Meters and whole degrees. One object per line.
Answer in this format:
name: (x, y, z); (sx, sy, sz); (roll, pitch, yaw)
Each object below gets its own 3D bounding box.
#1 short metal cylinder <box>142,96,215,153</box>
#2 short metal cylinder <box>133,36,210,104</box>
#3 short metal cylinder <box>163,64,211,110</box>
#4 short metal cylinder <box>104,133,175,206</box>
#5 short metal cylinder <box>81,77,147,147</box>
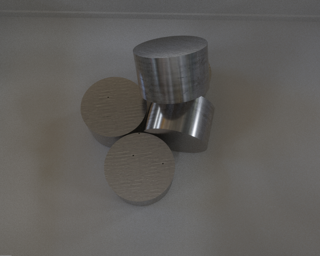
short metal cylinder: (0.023, -0.006, 0.382); (0.080, 0.080, 0.050); (13, 71, 4)
short metal cylinder: (0.014, -0.067, 0.345); (0.080, 0.050, 0.080); (-6, 30, 4)
short metal cylinder: (0.025, -0.063, 0.418); (0.081, 0.050, 0.080); (0, 70, 0)
short metal cylinder: (-0.023, 0.051, 0.375); (0.081, 0.050, 0.080); (0, 70, 0)
short metal cylinder: (-0.056, -0.019, 0.400); (0.081, 0.050, 0.080); (0, 70, 0)
